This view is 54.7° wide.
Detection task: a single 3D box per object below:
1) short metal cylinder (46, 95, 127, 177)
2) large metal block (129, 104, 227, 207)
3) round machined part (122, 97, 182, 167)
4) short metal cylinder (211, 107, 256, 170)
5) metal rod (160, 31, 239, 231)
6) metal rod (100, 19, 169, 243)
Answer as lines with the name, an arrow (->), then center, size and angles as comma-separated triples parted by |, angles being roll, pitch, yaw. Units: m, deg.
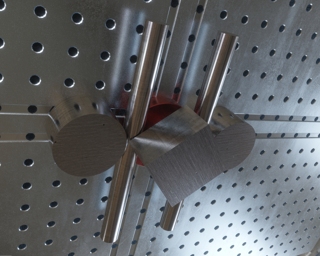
short metal cylinder -> -0.085, 0.008, 0.354 | 0.081, 0.050, 0.079 | -14, 124, -21
large metal block -> 0.023, 0.033, 0.366 | 0.080, 0.050, 0.080 | -33, 129, -7
round machined part -> 0.000, 0.012, 0.408 | 0.099, 0.042, 0.097 | -14, 124, -21
short metal cylinder -> 0.091, 0.016, 0.453 | 0.081, 0.050, 0.079 | -14, 124, -21
metal rod -> 0.046, 0.021, 0.422 | 0.025, 0.025, 0.298 | 0, 119, -29
metal rod -> -0.037, 0.023, 0.377 | 0.025, 0.025, 0.298 | 0, 118, -29
